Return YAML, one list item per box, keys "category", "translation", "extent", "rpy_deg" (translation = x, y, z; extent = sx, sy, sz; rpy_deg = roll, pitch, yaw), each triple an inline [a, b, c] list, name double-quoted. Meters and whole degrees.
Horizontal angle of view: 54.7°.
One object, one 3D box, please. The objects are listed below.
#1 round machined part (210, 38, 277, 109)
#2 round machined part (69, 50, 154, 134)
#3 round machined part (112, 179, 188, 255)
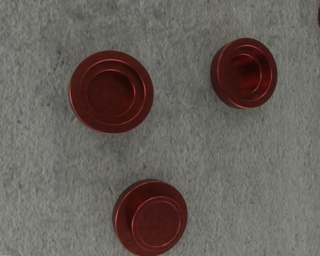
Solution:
- category: "round machined part"
  translation: [0.115, -0.075, 0.444]
  extent: [0.099, 0.042, 0.097]
  rpy_deg: [0, 90, -21]
- category: "round machined part"
  translation: [-0.061, -0.042, 0.378]
  extent: [0.099, 0.042, 0.097]
  rpy_deg: [0, 90, -21]
- category: "round machined part"
  translation: [-0.008, 0.118, 0.398]
  extent: [0.099, 0.042, 0.097]
  rpy_deg: [0, 90, -21]
